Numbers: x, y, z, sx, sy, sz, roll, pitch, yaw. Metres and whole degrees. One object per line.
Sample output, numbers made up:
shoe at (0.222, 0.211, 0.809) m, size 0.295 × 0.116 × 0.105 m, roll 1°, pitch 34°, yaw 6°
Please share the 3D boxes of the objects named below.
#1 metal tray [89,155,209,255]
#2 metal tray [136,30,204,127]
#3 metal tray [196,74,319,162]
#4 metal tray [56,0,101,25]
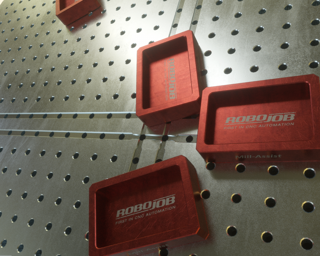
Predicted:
metal tray at (-0.019, 0.093, 0.356) m, size 0.130 × 0.030 × 0.090 m, roll -20°, pitch 54°, yaw 16°
metal tray at (0.013, -0.072, 0.441) m, size 0.090 × 0.030 × 0.130 m, roll -15°, pitch 56°, yaw 19°
metal tray at (0.111, -0.009, 0.351) m, size 0.130 × 0.030 × 0.090 m, roll -4°, pitch 60°, yaw 25°
metal tray at (-0.181, -0.291, 0.675) m, size 0.090 × 0.030 × 0.130 m, roll -24°, pitch 53°, yaw 13°
